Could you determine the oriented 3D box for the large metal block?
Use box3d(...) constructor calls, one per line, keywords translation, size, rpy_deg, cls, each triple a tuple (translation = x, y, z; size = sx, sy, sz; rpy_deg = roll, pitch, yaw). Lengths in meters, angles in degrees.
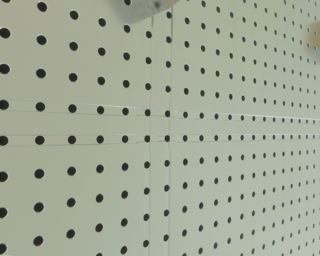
box3d(translation=(-0.001, -0.199, 0.391), size=(0.080, 0.050, 0.080), rpy_deg=(-49, 119, -29), cls="large metal block")
